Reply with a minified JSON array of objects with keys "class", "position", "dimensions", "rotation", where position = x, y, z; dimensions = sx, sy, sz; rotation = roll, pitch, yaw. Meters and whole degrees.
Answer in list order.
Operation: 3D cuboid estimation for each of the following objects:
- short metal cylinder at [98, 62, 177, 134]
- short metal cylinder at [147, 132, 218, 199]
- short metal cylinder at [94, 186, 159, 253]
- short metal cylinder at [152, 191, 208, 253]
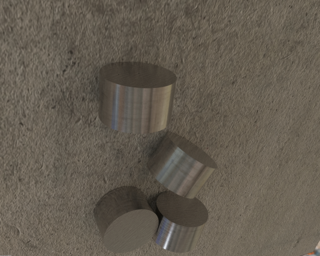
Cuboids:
[{"class":"short metal cylinder","position":[-0.025,-0.035,0.335],"dimensions":[0.081,0.080,0.050],"rotation":[-7,122,-25]},{"class":"short metal cylinder","position":[0.029,0.049,0.417],"dimensions":[0.080,0.080,0.050],"rotation":[25,105,-37]},{"class":"short metal cylinder","position":[-0.049,0.131,0.445],"dimensions":[0.081,0.050,0.079],"rotation":[-14,124,-21]},{"class":"short metal cylinder","position":[0.027,0.141,0.473],"dimensions":[0.081,0.080,0.050],"rotation":[2,118,-29]}]
